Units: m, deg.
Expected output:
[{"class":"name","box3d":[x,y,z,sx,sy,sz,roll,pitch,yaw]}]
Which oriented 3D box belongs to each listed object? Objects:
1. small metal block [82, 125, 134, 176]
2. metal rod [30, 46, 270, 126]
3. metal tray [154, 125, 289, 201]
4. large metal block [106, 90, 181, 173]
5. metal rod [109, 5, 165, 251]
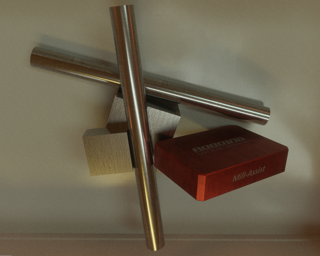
[{"class":"small metal block","box3d":[-0.059,0.026,0.365,0.050,0.025,0.050,-6,110,1]},{"class":"metal rod","box3d":[-0.007,-0.051,0.392,0.302,0.025,0.025,14,110,-6]},{"class":"metal tray","box3d":[0.070,0.034,0.360,0.131,0.090,0.030,-11,114,-30]},{"class":"large metal block","box3d":[-0.026,0.002,0.397,0.080,0.050,0.079,17,109,-7]},{"class":"metal rod","box3d":[-0.022,0.016,0.362,0.025,0.025,0.298,-6,110,2]}]
